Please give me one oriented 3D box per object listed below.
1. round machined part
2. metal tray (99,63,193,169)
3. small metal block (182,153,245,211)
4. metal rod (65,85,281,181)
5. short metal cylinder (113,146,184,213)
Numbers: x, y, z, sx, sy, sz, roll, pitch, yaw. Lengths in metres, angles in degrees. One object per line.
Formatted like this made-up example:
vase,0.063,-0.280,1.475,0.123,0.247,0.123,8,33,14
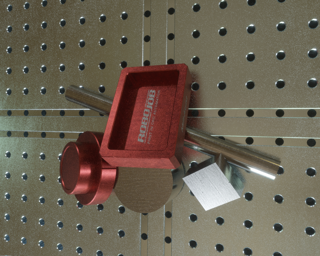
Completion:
round machined part,-0.100,0.052,0.410,0.098,0.042,0.097,-9,78,52
metal tray,-0.014,-0.017,0.379,0.090,0.030,0.130,0,61,19
small metal block,0.064,0.065,0.374,0.050,0.025,0.050,-33,95,33
metal rod,0.003,-0.001,0.407,0.301,0.025,0.025,21,97,18
short metal cylinder,-0.014,0.064,0.400,0.080,0.050,0.079,0,90,20
